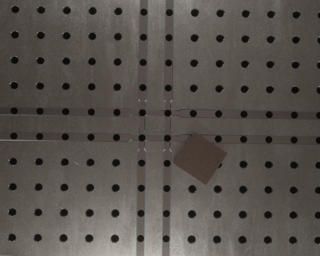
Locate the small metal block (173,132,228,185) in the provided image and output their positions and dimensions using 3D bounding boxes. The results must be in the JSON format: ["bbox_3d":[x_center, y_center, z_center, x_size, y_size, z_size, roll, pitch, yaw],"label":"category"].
[{"bbox_3d":[0.053,0.040,0.414,0.050,0.025,0.050,34,90,-1],"label":"small metal block"}]
